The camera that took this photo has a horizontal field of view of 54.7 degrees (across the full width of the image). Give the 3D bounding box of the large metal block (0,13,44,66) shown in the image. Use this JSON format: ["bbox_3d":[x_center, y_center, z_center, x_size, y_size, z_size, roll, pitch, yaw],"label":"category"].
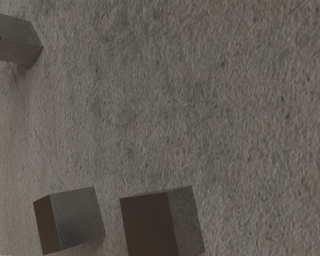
[{"bbox_3d":[-0.287,-0.173,0.602,0.050,0.081,0.080,-48,62,29],"label":"large metal block"}]

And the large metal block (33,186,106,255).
[{"bbox_3d":[-0.140,0.142,0.482,0.050,0.081,0.080,-27,73,36],"label":"large metal block"}]

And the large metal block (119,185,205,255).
[{"bbox_3d":[0.001,0.120,0.386,0.080,0.050,0.080,-18,79,38],"label":"large metal block"}]
